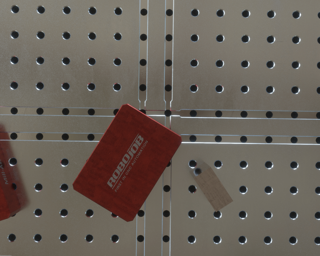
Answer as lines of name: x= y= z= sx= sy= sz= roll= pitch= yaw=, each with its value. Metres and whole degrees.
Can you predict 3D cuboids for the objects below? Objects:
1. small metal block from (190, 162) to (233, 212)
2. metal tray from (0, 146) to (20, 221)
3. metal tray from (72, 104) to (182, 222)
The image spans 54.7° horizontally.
small metal block: x=0.065 y=0.075 z=0.402 sx=0.025 sy=0.050 sz=0.050 roll=-33 pitch=90 yaw=0
metal tray: x=-0.252 y=0.066 z=0.408 sx=0.090 sy=0.030 sz=0.129 roll=-18 pitch=90 yaw=-1
metal tray: x=-0.042 y=0.044 z=0.410 sx=0.090 sy=0.030 sz=0.130 roll=32 pitch=90 yaw=-1
